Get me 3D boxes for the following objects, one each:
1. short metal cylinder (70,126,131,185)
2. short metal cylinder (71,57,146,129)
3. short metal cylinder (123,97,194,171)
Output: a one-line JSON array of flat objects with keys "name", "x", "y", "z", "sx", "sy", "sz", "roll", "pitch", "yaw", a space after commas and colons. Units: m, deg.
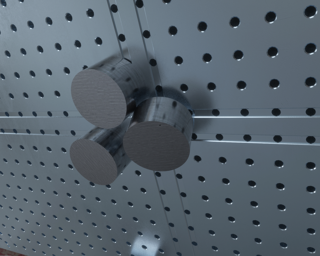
[{"name": "short metal cylinder", "x": -0.085, "y": 0.038, "z": 0.462, "sx": 0.080, "sy": 0.050, "sz": 0.079, "roll": 13, "pitch": 124, "yaw": 20}, {"name": "short metal cylinder", "x": -0.066, "y": -0.046, "z": 0.400, "sx": 0.080, "sy": 0.050, "sz": 0.079, "roll": 13, "pitch": 124, "yaw": 21}, {"name": "short metal cylinder", "x": -0.001, "y": 0.008, "z": 0.386, "sx": 0.080, "sy": 0.050, "sz": 0.079, "roll": 6, "pitch": 129, "yaw": 7}]
